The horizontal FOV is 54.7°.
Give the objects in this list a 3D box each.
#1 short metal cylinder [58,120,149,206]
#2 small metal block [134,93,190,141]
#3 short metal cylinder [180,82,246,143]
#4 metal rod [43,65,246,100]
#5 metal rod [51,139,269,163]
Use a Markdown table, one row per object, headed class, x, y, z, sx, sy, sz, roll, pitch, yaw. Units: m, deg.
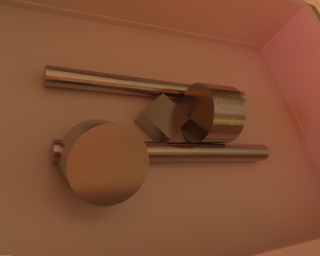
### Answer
| class | x | y | z | sx | sy | sz | roll | pitch | yaw |
| --- | --- | --- | --- | --- | --- | --- | --- | --- | --- |
| short metal cylinder | -0.058 | 0.033 | 0.315 | 0.081 | 0.050 | 0.079 | -3 | 97 | -27 |
| small metal block | 0.003 | -0.011 | 0.413 | 0.050 | 0.025 | 0.050 | 44 | 51 | 2 |
| short metal cylinder | 0.069 | -0.019 | 0.420 | 0.050 | 0.080 | 0.080 | 2 | 61 | -28 |
| metal rod | -0.003 | -0.055 | 0.437 | 0.303 | 0.025 | 0.025 | 3 | 61 | -27 |
| metal rod | 0.020 | 0.031 | 0.397 | 0.303 | 0.025 | 0.025 | 3 | 61 | -27 |
